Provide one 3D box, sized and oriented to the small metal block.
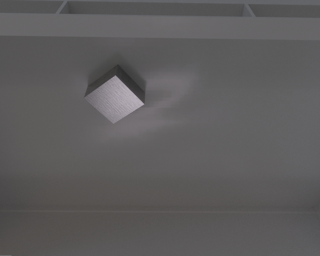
[{"bbox_3d":[-0.054,-0.040,0.375,0.050,0.025,0.050,-30,124,23],"label":"small metal block"}]
